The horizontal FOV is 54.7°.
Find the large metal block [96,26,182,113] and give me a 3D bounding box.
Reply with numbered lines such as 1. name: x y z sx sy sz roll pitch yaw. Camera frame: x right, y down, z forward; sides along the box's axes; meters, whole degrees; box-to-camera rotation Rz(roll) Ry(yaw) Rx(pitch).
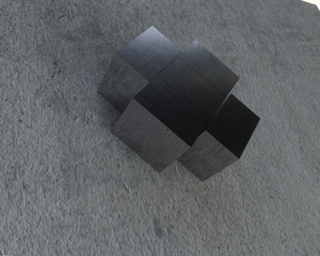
1. large metal block: -0.028 -0.072 0.401 0.050 0.080 0.080 41 51 -1

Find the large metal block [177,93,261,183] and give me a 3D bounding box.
1. large metal block: 0.073 0.014 0.404 0.050 0.080 0.080 41 51 -1

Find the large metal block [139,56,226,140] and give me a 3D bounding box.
1. large metal block: 0.024 -0.031 0.404 0.080 0.080 0.050 41 51 -1

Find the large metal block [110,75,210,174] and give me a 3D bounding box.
1. large metal block: -0.002 -0.002 0.372 0.080 0.080 0.050 41 51 -1

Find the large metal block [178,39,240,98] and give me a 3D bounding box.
1. large metal block: 0.049 -0.061 0.436 0.080 0.080 0.050 41 51 -1
